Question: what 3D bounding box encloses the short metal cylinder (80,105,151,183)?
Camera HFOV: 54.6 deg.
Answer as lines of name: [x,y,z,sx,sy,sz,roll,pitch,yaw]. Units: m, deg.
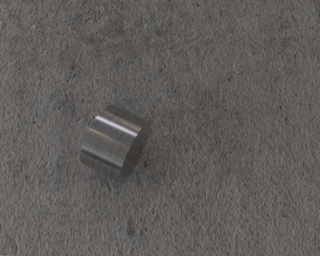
short metal cylinder: [-0.051,0.018,0.372,0.050,0.080,0.080,25,72,9]
